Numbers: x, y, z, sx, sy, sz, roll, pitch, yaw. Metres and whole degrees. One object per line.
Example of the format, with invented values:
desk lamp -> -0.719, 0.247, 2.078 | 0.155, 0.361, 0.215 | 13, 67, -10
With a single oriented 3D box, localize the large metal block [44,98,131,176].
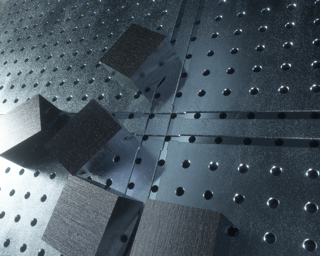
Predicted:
large metal block -> -0.089, 0.014, 0.403 | 0.080, 0.080, 0.050 | -45, 85, -3

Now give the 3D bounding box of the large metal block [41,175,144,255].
large metal block -> -0.078, 0.108, 0.360 | 0.080, 0.050, 0.080 | 15, 79, 34

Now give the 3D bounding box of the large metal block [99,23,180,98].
large metal block -> -0.031, -0.104, 0.474 | 0.080, 0.050, 0.080 | 34, 81, 38

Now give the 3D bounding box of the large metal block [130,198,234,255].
large metal block -> 0.021, 0.122, 0.307 | 0.080, 0.050, 0.080 | 3, 63, 30

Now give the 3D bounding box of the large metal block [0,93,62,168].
large metal block -> -0.208, 0.004, 0.501 | 0.080, 0.050, 0.080 | -28, 52, 10
